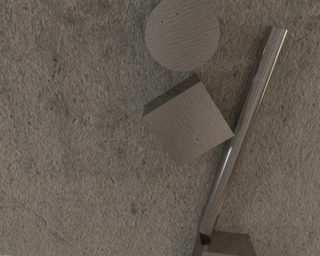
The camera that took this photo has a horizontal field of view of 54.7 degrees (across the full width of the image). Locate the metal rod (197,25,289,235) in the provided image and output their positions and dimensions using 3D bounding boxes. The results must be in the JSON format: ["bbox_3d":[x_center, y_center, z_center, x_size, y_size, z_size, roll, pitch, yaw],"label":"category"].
[{"bbox_3d":[0.104,0.017,0.417,0.025,0.025,0.298,13,110,-5],"label":"metal rod"}]

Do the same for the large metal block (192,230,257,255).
[{"bbox_3d":[0.093,0.207,0.474,0.081,0.050,0.079,8,110,-4],"label":"large metal block"}]

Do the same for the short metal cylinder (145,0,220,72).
[{"bbox_3d":[0.024,-0.109,0.357,0.081,0.050,0.079,0,110,-1],"label":"short metal cylinder"}]

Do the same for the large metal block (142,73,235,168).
[{"bbox_3d":[0.035,-0.010,0.393,0.080,0.050,0.080,-31,108,10],"label":"large metal block"}]
